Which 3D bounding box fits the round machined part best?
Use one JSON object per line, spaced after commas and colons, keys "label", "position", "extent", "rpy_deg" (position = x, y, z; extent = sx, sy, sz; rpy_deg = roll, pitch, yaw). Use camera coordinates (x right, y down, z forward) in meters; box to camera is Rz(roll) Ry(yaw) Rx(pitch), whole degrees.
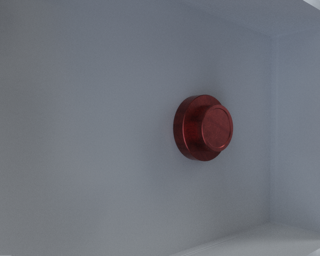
{"label": "round machined part", "position": [0.069, 0.000, 0.452], "extent": [0.099, 0.042, 0.097], "rpy_deg": [0, 90, -40]}
